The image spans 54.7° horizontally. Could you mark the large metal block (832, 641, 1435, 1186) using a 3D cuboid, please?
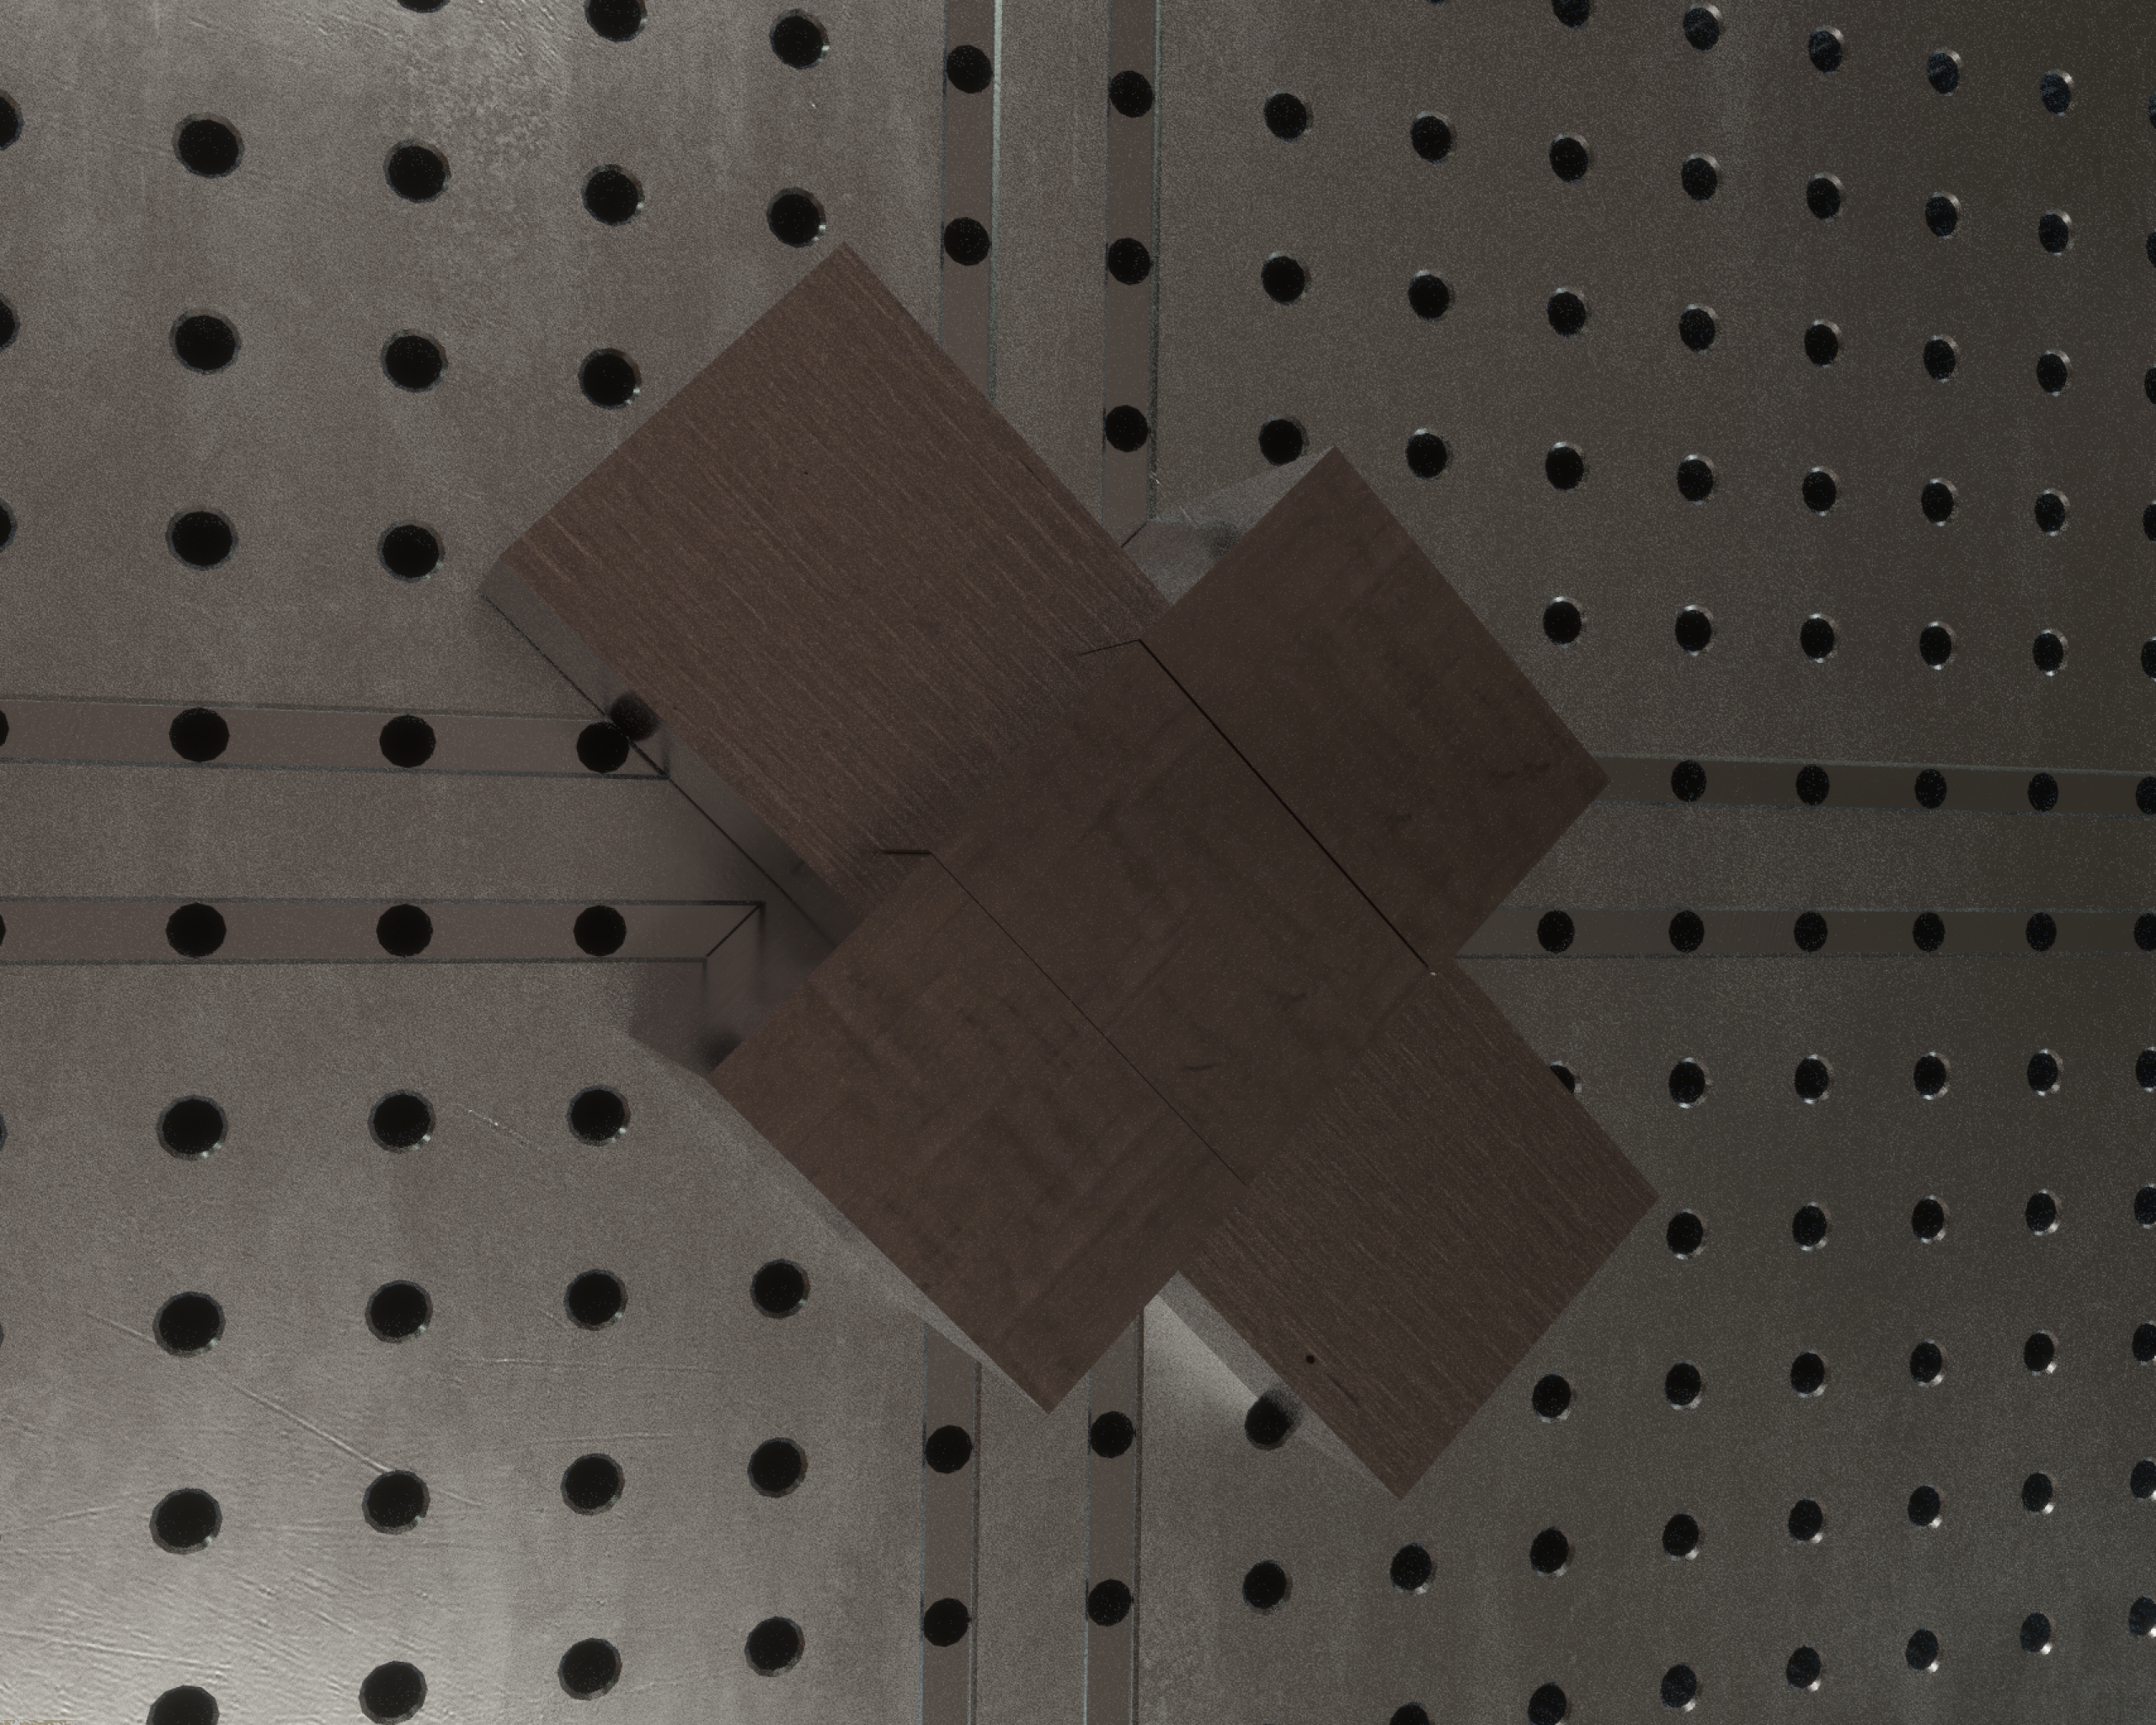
[{"bbox_3d":[0.005,0.009,0.387,0.050,0.080,0.080,-46,105,-14],"label":"large metal block"}]

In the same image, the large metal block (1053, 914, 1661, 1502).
[{"bbox_3d":[0.054,0.065,0.421,0.080,0.050,0.080,-45,105,-14],"label":"large metal block"}]

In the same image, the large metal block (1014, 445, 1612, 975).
[{"bbox_3d":[0.040,-0.026,0.400,0.050,0.080,0.080,-46,105,-14],"label":"large metal block"}]

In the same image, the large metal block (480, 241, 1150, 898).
[{"bbox_3d":[-0.048,-0.050,0.379,0.080,0.050,0.080,-47,105,-13],"label":"large metal block"}]

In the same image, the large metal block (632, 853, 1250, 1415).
[{"bbox_3d":[-0.028,0.044,0.374,0.050,0.080,0.080,-46,105,-14],"label":"large metal block"}]
